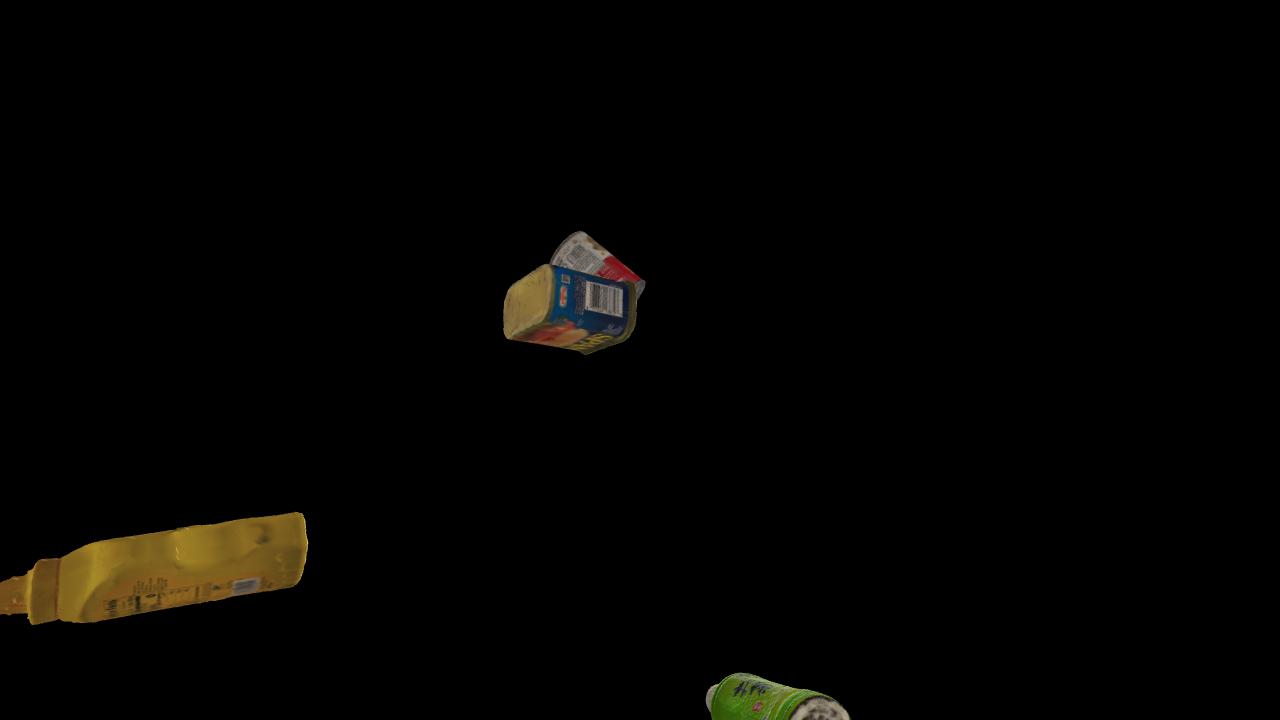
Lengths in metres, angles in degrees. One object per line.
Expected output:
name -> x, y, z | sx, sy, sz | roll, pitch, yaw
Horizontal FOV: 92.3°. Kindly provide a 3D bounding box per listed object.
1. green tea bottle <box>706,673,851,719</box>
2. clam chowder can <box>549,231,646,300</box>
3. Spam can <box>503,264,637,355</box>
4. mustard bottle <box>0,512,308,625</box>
green tea bottle -> 0.117, 0.339, 0.581 | 0.073, 0.073, 0.212 | 0, -21, -17
clam chowder can -> -0.053, -0.101, 0.753 | 0.102, 0.068, 0.068 | 40, 8, 9
Spam can -> -0.066, -0.045, 0.557 | 0.085, 0.058, 0.101 | 10, -16, -34
mustard bottle -> -0.358, 0.159, 0.461 | 0.184, 0.054, 0.092 | 0, -31, -39
